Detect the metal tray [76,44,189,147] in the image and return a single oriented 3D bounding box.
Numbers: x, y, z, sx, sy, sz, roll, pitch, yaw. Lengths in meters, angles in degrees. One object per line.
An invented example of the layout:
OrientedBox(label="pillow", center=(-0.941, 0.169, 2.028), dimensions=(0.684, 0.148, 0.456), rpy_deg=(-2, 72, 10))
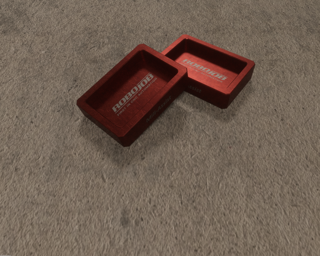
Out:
OrientedBox(label="metal tray", center=(-0.035, -0.048, 0.420), dimensions=(0.090, 0.030, 0.130), rpy_deg=(36, 72, 25))

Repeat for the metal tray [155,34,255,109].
OrientedBox(label="metal tray", center=(0.066, -0.091, 0.477), dimensions=(0.130, 0.030, 0.090), rpy_deg=(29, 55, 22))
